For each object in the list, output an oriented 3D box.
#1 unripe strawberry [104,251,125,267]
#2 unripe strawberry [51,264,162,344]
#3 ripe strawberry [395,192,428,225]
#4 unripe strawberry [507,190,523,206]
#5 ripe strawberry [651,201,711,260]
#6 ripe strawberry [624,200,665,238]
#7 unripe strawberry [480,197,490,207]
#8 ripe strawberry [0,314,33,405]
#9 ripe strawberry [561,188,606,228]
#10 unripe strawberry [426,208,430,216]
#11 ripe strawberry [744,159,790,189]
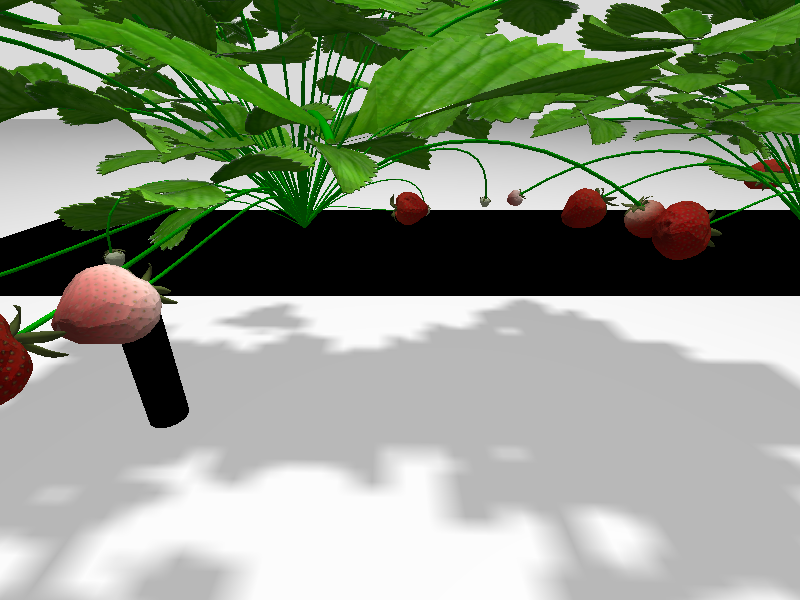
[{"bbox_3d":[-0.179,-0.025,0.252,0.011,0.011,0.011,20,32,35],"label":"unripe strawberry"},{"bbox_3d":[-0.130,0.003,0.176,0.040,0.034,0.040,6,27,12],"label":"unripe strawberry"},{"bbox_3d":[0.010,-0.082,0.358,0.030,0.029,0.033,-1,26,-4],"label":"ripe strawberry"},{"bbox_3d":[0.123,-0.109,0.429,0.016,0.016,0.014,-24,14,29],"label":"unripe strawberry"},{"bbox_3d":[0.191,-0.047,0.276,0.038,0.040,0.035,-12,28,-22],"label":"ripe strawberry"},{"bbox_3d":[0.203,-0.065,0.330,0.030,0.031,0.029,-35,18,20],"label":"ripe strawberry"},{"bbox_3d":[0.088,-0.101,0.415,0.010,0.010,0.011,-10,28,-19],"label":"unripe strawberry"},{"bbox_3d":[-0.151,0.022,0.135,0.033,0.038,0.036,7,27,14],"label":"ripe strawberry"},{"bbox_3d":[0.160,-0.078,0.352,0.035,0.035,0.033,-32,22,14],"label":"ripe strawberry"},{"bbox_3d":[0.023,-0.082,0.370,0.010,0.010,0.009,-4,26,-9],"label":"unripe strawberry"},{"bbox_3d":[0.462,-0.159,0.506,0.043,0.037,0.043,14,29,26],"label":"ripe strawberry"}]
